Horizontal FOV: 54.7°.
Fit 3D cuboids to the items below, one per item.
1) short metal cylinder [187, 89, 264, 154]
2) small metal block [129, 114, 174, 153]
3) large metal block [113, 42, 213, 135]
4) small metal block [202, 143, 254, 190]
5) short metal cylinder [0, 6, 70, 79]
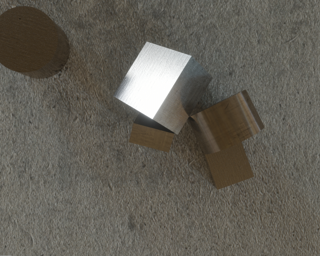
[{"bbox_3d":[0.080,-0.008,0.384,0.080,0.080,0.050,-26,90,0],"label":"short metal cylinder"},{"bbox_3d":[-0.009,0.005,0.395,0.050,0.050,0.025,15,107,-1],"label":"small metal block"},{"bbox_3d":[0.002,-0.050,0.377,0.080,0.050,0.080,31,90,43],"label":"large metal block"},{"bbox_3d":[0.089,0.048,0.411,0.050,0.025,0.050,-20,90,-1],"label":"small metal block"},{"bbox_3d":[-0.163,-0.106,0.395,0.081,0.050,0.079,0,90,-1],"label":"short metal cylinder"}]
